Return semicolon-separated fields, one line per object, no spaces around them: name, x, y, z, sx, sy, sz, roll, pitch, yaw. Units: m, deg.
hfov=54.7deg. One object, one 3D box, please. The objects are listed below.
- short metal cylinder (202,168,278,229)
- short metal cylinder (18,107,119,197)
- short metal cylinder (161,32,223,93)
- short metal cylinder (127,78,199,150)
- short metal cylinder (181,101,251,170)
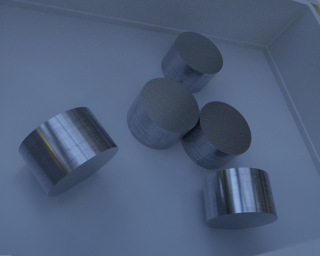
short metal cylinder;0.093;0.086;0.368;0.081;0.080;0.050;12;57;-22
short metal cylinder;-0.089;0.023;0.308;0.081;0.080;0.050;-31;79;-38
short metal cylinder;0.049;-0.100;0.477;0.081;0.050;0.080;14;56;-21
short metal cylinder;0.004;-0.018;0.402;0.081;0.050;0.080;14;56;-21
short metal cylinder;0.076;0.010;0.424;0.081;0.050;0.080;14;56;-21
